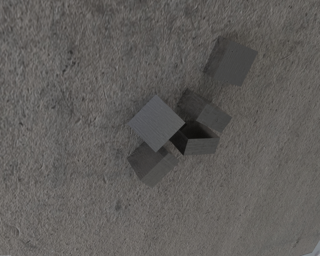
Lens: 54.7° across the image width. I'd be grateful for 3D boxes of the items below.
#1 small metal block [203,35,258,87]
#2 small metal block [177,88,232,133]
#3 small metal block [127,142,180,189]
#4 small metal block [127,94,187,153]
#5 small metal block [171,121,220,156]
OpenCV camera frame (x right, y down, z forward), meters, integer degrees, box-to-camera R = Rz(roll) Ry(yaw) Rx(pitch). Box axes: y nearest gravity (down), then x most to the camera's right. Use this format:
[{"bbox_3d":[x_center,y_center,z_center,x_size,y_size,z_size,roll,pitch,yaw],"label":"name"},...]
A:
[{"bbox_3d":[0.092,-0.086,0.403,0.050,0.025,0.050,10,114,-33],"label":"small metal block"},{"bbox_3d":[0.058,-0.023,0.408,0.050,0.050,0.025,23,106,-37],"label":"small metal block"},{"bbox_3d":[-0.010,0.043,0.411,0.050,0.050,0.025,-45,130,3],"label":"small metal block"},{"bbox_3d":[-0.003,-0.005,0.383,0.050,0.050,0.025,-46,170,3],"label":"small metal block"},{"bbox_3d":[0.044,0.012,0.422,0.050,0.050,0.025,-1,119,-28],"label":"small metal block"}]
